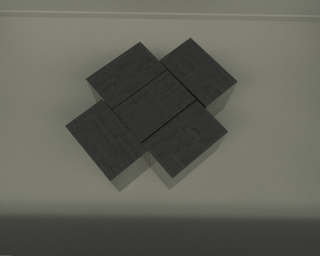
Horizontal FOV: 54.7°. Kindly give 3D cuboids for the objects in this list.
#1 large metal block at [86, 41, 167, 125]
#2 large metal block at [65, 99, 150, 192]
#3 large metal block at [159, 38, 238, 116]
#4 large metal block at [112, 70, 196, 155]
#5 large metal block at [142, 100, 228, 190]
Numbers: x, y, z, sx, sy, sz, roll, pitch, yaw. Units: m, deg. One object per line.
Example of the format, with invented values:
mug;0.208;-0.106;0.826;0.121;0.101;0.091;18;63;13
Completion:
large metal block;-0.039;-0.049;0.397;0.080;0.080;0.050;-38;75;-13
large metal block;-0.058;0.024;0.370;0.050;0.080;0.080;-39;75;-13
large metal block;0.044;-0.054;0.400;0.050;0.080;0.080;-39;75;-13
large metal block;-0.006;-0.013;0.384;0.080;0.080;0.050;-38;75;-13
large metal block;0.027;0.024;0.372;0.080;0.080;0.050;-38;75;-13
